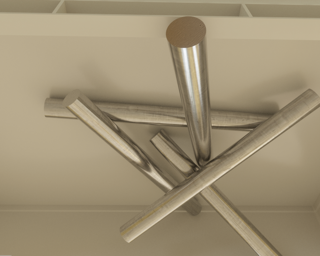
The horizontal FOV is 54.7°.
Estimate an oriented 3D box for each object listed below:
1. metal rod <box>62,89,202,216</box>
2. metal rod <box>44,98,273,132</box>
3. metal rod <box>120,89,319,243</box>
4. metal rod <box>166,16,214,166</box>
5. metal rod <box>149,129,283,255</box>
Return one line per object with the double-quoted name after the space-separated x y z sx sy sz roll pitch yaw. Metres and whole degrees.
-0.018 0.053 0.432 0.025 0.025 0.300 -25 132 20 "metal rod"
0.010 -0.015 0.396 0.302 0.025 0.025 4 130 -4 "metal rod"
0.070 0.054 0.395 0.300 0.025 0.025 -38 122 10 "metal rod"
0.042 -0.001 0.327 0.025 0.025 0.299 -9 155 7 "metal rod"
0.097 0.118 0.432 0.300 0.025 0.025 46 119 -5 "metal rod"
